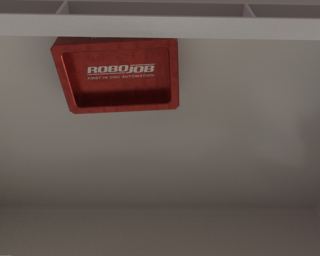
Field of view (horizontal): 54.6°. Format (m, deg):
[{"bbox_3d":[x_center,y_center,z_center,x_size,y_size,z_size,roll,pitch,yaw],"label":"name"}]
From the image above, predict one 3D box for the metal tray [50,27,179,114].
[{"bbox_3d":[-0.045,-0.062,0.351,0.131,0.030,0.090,-3,130,2],"label":"metal tray"}]
